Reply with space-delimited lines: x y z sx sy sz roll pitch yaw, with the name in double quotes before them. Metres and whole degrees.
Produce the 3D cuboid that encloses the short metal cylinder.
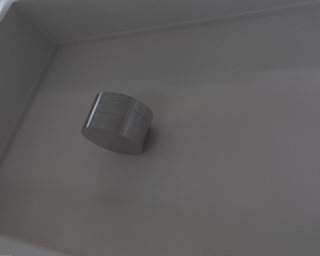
"short metal cylinder" -0.054 -0.004 0.403 0.080 0.080 0.050 4 64 30
